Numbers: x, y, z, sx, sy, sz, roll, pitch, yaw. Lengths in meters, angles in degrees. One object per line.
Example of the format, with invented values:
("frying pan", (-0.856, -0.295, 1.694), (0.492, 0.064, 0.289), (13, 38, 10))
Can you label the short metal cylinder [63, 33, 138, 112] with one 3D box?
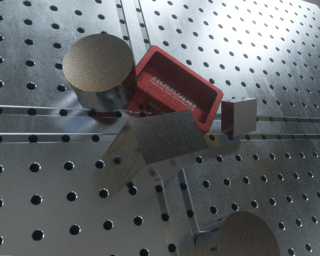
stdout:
("short metal cylinder", (-0.070, -0.066, 0.375), (0.080, 0.050, 0.080), (-1, 67, 1))

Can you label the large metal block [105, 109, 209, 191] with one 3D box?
("large metal block", (-0.006, 0.025, 0.354), (0.081, 0.080, 0.050), (-11, 68, -33))

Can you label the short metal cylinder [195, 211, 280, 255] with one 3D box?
("short metal cylinder", (0.087, 0.141, 0.353), (0.081, 0.050, 0.080), (14, 56, -21))

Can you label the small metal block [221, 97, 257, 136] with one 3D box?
("small metal block", (0.119, -0.018, 0.467), (0.050, 0.025, 0.050), (-11, 106, -33))

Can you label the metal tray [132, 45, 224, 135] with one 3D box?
("metal tray", (0.021, -0.052, 0.447), (0.130, 0.030, 0.090), (33, 51, -7))
